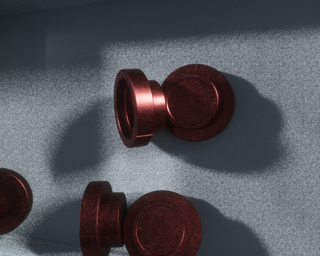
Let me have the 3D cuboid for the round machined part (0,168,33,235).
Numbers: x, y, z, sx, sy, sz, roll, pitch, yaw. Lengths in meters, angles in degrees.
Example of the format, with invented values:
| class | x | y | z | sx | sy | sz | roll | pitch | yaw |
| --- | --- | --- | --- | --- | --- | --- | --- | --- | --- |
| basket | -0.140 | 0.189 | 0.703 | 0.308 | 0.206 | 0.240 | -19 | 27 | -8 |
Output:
| class | x | y | z | sx | sy | sz | roll | pitch | yaw |
| --- | --- | --- | --- | --- | --- | --- | --- | --- | --- |
| round machined part | -0.245 | 0.109 | 0.473 | 0.099 | 0.042 | 0.097 | 0 | 91 | -5 |

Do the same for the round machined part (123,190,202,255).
| class | x | y | z | sx | sy | sz | roll | pitch | yaw |
| --- | --- | --- | --- | --- | --- | --- | --- | --- | --- |
| round machined part | 0.002 | 0.126 | 0.382 | 0.099 | 0.042 | 0.098 | -2 | 71 | 6 |

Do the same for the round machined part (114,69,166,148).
| class | x | y | z | sx | sy | sz | roll | pitch | yaw |
| --- | --- | --- | --- | --- | --- | --- | --- | --- | --- |
| round machined part | -0.025 | -0.025 | 0.390 | 0.042 | 0.098 | 0.097 | -7 | 87 | -22 |

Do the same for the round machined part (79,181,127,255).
| class | x | y | z | sx | sy | sz | roll | pitch | yaw |
| --- | --- | --- | --- | --- | --- | --- | --- | --- | --- |
| round machined part | -0.068 | 0.117 | 0.397 | 0.042 | 0.098 | 0.097 | -2 | 90 | 3 |

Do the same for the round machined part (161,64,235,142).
| class | x | y | z | sx | sy | sz | roll | pitch | yaw |
| --- | --- | --- | --- | --- | --- | --- | --- | --- | --- |
| round machined part | 0.042 | -0.032 | 0.386 | 0.098 | 0.042 | 0.097 | 0 | 90 | 19 |
